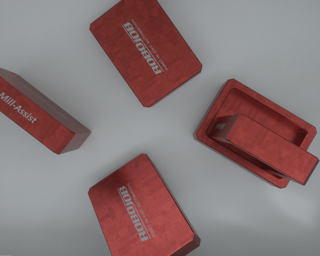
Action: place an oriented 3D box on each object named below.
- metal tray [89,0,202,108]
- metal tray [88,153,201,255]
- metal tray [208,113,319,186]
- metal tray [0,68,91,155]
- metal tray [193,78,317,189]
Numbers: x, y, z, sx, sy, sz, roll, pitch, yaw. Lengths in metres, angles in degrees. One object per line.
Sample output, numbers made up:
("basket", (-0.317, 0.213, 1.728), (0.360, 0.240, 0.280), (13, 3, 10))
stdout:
("metal tray", (-0.017, -0.103, 0.402), (0.090, 0.030, 0.130), (-35, 91, 8))
("metal tray", (-0.024, 0.104, 0.370), (0.090, 0.030, 0.130), (-34, 51, -2))
("metal tray", (0.109, 0.021, 0.360), (0.090, 0.130, 0.030), (31, 90, -1))
("metal tray", (-0.153, -0.022, 0.376), (0.130, 0.090, 0.030), (38, 90, -1))
("metal tray", (0.121, 0.007, 0.401), (0.130, 0.030, 0.090), (31, 86, 0))
